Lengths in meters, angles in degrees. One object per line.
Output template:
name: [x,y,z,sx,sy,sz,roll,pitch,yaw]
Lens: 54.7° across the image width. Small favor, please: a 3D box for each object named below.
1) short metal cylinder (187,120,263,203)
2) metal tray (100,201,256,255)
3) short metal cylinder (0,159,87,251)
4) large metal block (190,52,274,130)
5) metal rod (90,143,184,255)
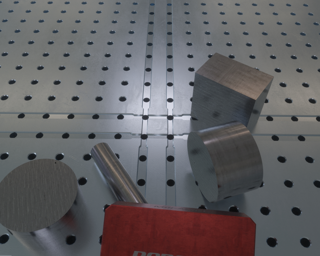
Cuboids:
short metal cylinder: [0.069,0.036,0.342,0.050,0.080,0.080,-15,52,-12]
metal tray: [0.014,0.118,0.276,0.131,0.030,0.090,5,83,4]
short metal cylinder: [-0.122,0.079,0.324,0.080,0.050,0.080,0,50,0]
large metal block: [0.090,-0.039,0.405,0.080,0.080,0.050,30,56,22]
metal rod: [0.002,0.111,0.285,0.025,0.025,0.300,-25,46,-19]
